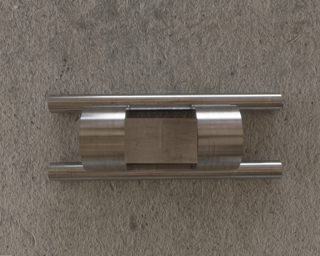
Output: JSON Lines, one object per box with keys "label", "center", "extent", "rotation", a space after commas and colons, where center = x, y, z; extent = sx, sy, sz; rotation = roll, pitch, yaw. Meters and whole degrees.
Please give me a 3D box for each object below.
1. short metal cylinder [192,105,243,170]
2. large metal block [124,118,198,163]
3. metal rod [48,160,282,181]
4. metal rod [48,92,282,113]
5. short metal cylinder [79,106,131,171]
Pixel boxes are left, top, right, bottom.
{"label": "short metal cylinder", "center": [0.067, 0.012, 0.384], "extent": [0.050, 0.080, 0.079], "rotation": [-1, 90, 0]}
{"label": "large metal block", "center": [0.001, 0.014, 0.381], "extent": [0.081, 0.080, 0.050], "rotation": [0, 90, 0]}
{"label": "metal rod", "center": [0.007, 0.056, 0.411], "extent": [0.302, 0.025, 0.025], "rotation": [-1, 90, 0]}
{"label": "metal rod", "center": [0.007, -0.033, 0.411], "extent": [0.302, 0.025, 0.025], "rotation": [-1, 90, 0]}
{"label": "short metal cylinder", "center": [-0.064, 0.012, 0.383], "extent": [0.050, 0.080, 0.079], "rotation": [-1, 90, 0]}
